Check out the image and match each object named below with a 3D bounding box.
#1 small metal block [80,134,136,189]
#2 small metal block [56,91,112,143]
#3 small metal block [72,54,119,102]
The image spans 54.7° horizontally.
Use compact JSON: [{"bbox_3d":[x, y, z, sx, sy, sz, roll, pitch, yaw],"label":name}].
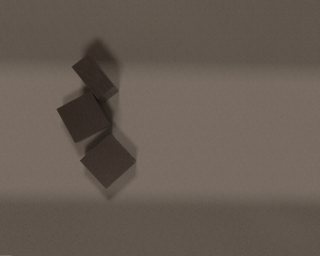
[{"bbox_3d":[-0.068,0.043,0.411,0.050,0.025,0.050,-42,91,0],"label":"small metal block"},{"bbox_3d":[-0.099,-0.014,0.410,0.050,0.025,0.050,-28,90,-1],"label":"small metal block"},{"bbox_3d":[-0.081,-0.062,0.398,0.025,0.050,0.050,-39,91,0],"label":"small metal block"}]
